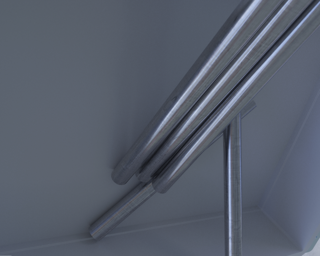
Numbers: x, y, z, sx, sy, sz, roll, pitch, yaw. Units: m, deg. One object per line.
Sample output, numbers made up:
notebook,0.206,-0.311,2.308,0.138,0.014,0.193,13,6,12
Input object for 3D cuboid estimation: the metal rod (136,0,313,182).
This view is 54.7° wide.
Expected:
metal rod,0.043,-0.021,0.337,0.025,0.025,0.298,4,142,-31

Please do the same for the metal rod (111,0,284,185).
metal rod,0.015,-0.020,0.323,0.025,0.025,0.298,6,141,-31

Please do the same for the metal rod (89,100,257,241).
metal rod,0.019,0.057,0.453,0.300,0.025,0.025,-40,129,-1

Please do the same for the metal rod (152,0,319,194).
metal rod,0.070,-0.016,0.341,0.025,0.025,0.298,8,136,-32

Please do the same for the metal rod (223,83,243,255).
metal rod,0.103,0.083,0.437,0.025,0.025,0.298,-4,96,-26
